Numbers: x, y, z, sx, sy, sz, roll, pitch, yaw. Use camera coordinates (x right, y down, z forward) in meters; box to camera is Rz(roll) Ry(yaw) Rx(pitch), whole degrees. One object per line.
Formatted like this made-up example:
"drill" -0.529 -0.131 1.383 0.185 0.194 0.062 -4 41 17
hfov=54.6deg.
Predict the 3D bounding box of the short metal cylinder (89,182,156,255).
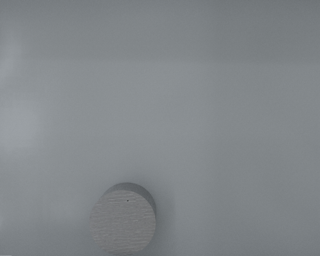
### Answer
"short metal cylinder" -0.045 0.114 0.399 0.080 0.050 0.080 0 90 0
